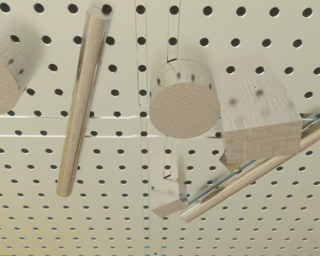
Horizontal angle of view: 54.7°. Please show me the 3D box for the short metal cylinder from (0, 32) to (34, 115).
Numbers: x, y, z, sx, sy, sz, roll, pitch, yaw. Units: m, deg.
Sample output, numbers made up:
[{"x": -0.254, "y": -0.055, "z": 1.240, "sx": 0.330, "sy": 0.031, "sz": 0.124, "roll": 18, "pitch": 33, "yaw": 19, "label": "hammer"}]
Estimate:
[{"x": -0.189, "y": -0.061, "z": 0.342, "sx": 0.081, "sy": 0.050, "sz": 0.079, "roll": 0, "pitch": 130, "yaw": 0, "label": "short metal cylinder"}]

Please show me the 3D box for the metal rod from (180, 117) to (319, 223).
[{"x": 0.141, "y": 0.067, "z": 0.469, "sx": 0.025, "sy": 0.025, "sz": 0.299, "roll": 33, "pitch": 123, "yaw": -25, "label": "metal rod"}]

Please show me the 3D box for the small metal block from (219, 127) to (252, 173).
[{"x": 0.111, "y": 0.027, "z": 0.409, "sx": 0.050, "sy": 0.025, "sz": 0.050, "roll": -35, "pitch": 161, "yaw": -22, "label": "small metal block"}]

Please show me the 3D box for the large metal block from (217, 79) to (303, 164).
[{"x": 0.112, "y": -0.009, "z": 0.368, "sx": 0.080, "sy": 0.080, "sz": 0.050, "roll": -9, "pitch": 130, "yaw": 7, "label": "large metal block"}]

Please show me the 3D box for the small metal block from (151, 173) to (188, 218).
[{"x": 0.014, "y": 0.105, "z": 0.485, "sx": 0.050, "sy": 0.050, "sz": 0.025, "roll": -27, "pitch": 125, "yaw": 21, "label": "small metal block"}]

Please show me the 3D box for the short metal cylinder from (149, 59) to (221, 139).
[{"x": 0.028, "y": -0.033, "z": 0.367, "sx": 0.081, "sy": 0.050, "sz": 0.079, "roll": 0, "pitch": 130, "yaw": 0, "label": "short metal cylinder"}]

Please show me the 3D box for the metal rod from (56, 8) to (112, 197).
[{"x": -0.107, "y": -0.007, "z": 0.403, "sx": 0.025, "sy": 0.025, "sz": 0.298, "roll": 14, "pitch": 129, "yaw": -12, "label": "metal rod"}]
